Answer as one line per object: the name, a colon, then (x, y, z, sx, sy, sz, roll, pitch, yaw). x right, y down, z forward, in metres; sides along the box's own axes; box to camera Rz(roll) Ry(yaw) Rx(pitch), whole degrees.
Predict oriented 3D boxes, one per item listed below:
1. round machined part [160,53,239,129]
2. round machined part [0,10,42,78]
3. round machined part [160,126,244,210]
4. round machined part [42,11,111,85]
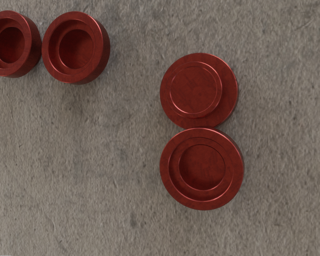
round machined part: (0.046, -0.045, 0.383, 0.098, 0.042, 0.097, 0, 90, 19)
round machined part: (-0.223, -0.125, 0.476, 0.098, 0.042, 0.097, 0, 90, 19)
round machined part: (0.052, 0.046, 0.378, 0.098, 0.042, 0.097, 2, 96, 18)
round machined part: (-0.113, -0.110, 0.439, 0.098, 0.042, 0.097, 0, 90, 19)
